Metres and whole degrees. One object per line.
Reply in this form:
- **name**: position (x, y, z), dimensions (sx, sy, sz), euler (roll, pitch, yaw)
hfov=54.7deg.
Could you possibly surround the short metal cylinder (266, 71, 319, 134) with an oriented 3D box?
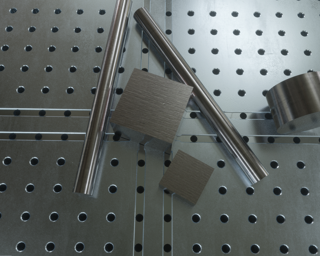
- **short metal cylinder**: position (0.183, -0.030, 0.396), dimensions (0.081, 0.080, 0.050), euler (-9, 71, -4)

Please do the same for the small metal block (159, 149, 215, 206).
- **small metal block**: position (0.033, 0.063, 0.389), dimensions (0.050, 0.025, 0.050), euler (29, 72, 9)

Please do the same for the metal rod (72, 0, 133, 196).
- **metal rod**: position (-0.075, -0.058, 0.431), dimensions (0.025, 0.025, 0.299), euler (7, 70, 2)

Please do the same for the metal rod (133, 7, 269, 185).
- **metal rod**: position (0.048, -0.055, 0.432), dimensions (0.025, 0.025, 0.299), euler (-30, 73, -11)

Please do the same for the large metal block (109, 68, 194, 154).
- **large metal block**: position (-0.009, -0.021, 0.406), dimensions (0.080, 0.050, 0.080), euler (19, 71, 6)
